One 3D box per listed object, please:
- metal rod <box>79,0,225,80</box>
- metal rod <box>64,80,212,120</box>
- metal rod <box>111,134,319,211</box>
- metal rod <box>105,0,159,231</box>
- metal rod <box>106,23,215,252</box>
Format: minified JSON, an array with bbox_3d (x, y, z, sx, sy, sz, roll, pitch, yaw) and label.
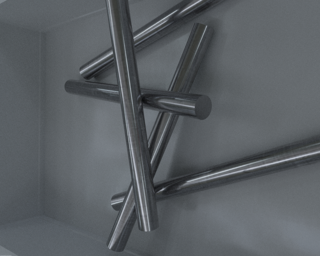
[{"bbox_3d":[-0.008,-0.129,0.411,0.299,0.025,0.025,-19,78,38],"label":"metal rod"},{"bbox_3d":[-0.054,-0.045,0.418,0.300,0.025,0.025,15,99,48],"label":"metal rod"},{"bbox_3d":[0.048,0.062,0.365,0.299,0.025,0.025,-23,75,37],"label":"metal rod"},{"bbox_3d":[-0.033,-0.028,0.355,0.025,0.025,0.298,-2,99,39],"label":"metal rod"},{"bbox_3d":[-0.003,0.018,0.385,0.025,0.025,0.298,28,101,36],"label":"metal rod"}]
